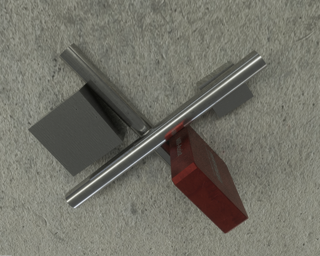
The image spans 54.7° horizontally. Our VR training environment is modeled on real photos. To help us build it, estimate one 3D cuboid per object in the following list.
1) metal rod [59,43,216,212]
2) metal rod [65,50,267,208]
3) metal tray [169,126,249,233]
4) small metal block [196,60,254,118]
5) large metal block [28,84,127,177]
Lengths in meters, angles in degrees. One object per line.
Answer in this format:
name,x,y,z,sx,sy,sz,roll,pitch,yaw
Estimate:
metal rod,-0.013,0.010,0.415,0.025,0.025,0.300,-40,106,13
metal rod,-0.001,0.009,0.387,0.300,0.025,0.025,-37,106,12
metal tray,0.053,0.052,0.374,0.030,0.130,0.090,-41,105,14
small metal block,0.082,-0.049,0.394,0.050,0.025,0.050,-34,107,11
large metal block,-0.101,0.001,0.395,0.080,0.050,0.080,-35,107,11
